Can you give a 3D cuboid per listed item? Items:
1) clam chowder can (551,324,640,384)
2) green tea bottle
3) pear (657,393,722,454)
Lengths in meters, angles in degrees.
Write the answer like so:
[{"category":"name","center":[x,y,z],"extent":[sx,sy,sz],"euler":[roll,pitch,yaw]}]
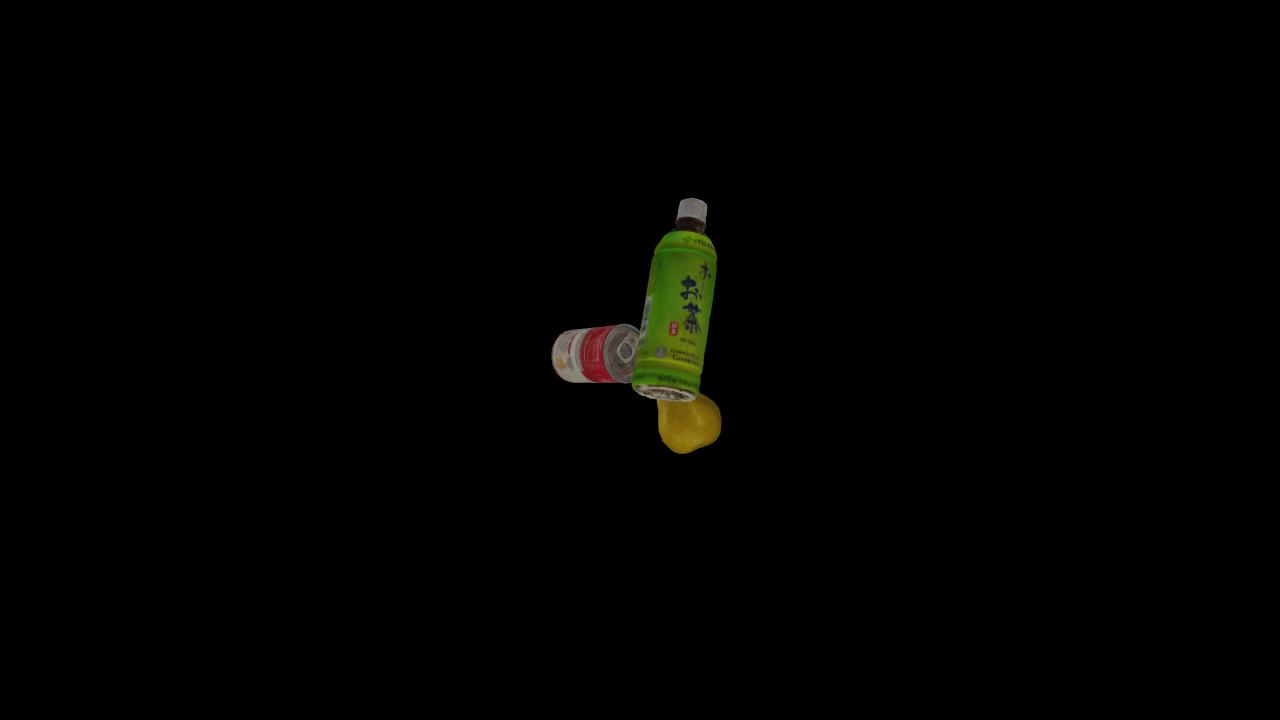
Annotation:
[{"category":"clam chowder can","center":[-0.050,-0.006,0.727],"extent":[0.068,0.068,0.102],"euler":[0,-1,-44]},{"category":"green tea bottle","center":[0.040,-0.066,0.635],"extent":[0.073,0.212,0.073],"euler":[7,-12,2]},{"category":"pear","center":[0.053,0.057,0.759],"extent":[0.080,0.111,0.080],"euler":[-22,-6,-2]}]
